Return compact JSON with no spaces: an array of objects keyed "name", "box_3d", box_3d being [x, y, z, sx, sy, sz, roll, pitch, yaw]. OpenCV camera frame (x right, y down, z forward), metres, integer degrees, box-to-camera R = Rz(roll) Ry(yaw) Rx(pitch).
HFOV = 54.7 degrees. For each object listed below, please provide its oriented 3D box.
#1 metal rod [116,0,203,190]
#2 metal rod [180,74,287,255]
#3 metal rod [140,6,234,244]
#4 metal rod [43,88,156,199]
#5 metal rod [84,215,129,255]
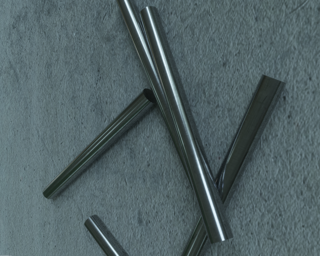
[{"name":"metal rod","box_3d":[-0.004,-0.065,0.407,0.025,0.025,0.299,-34,69,35]},{"name":"metal rod","box_3d":[0.064,0.085,0.351,0.025,0.025,0.298,32,110,35]},{"name":"metal rod","box_3d":[0.024,-0.021,0.365,0.025,0.025,0.299,-32,64,35]},{"name":"metal rod","box_3d":[-0.109,0.039,0.494,0.299,0.025,0.025,-40,66,32]},{"name":"metal rod","box_3d":[-0.013,0.230,0.415,0.300,0.025,0.025,40,114,32]}]
